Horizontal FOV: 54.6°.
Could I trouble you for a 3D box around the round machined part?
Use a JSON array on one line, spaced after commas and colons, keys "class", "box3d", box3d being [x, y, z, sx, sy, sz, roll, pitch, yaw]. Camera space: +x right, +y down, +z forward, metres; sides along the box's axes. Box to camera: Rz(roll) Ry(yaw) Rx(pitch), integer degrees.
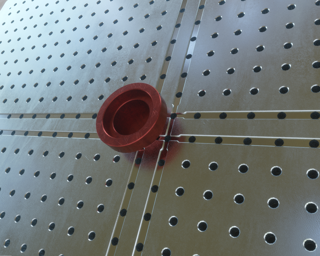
[{"class": "round machined part", "box3d": [-0.034, -0.010, 0.423, 0.098, 0.042, 0.098, -13, 56, 21]}]
